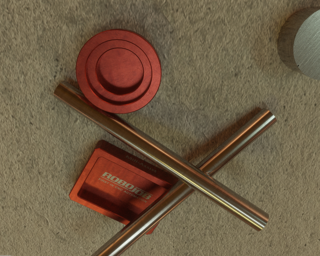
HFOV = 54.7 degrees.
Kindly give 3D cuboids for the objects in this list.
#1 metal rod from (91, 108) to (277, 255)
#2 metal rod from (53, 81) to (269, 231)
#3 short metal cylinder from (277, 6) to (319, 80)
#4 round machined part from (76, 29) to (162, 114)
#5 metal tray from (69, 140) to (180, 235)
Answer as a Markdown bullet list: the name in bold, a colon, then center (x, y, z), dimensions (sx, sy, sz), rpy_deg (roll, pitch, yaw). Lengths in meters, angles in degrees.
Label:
- **metal rod**: center (0.030, 0.081, 0.408), dimensions (0.300, 0.025, 0.025), rpy_deg (-41, 106, 1)
- **metal rod**: center (-0.001, 0.033, 0.385), dimensions (0.301, 0.025, 0.025), rpy_deg (33, 107, 3)
- **short metal cylinder**: center (0.186, -0.100, 0.362), dimensions (0.081, 0.050, 0.079), rpy_deg (0, 110, 0)
- **round machined part**: center (-0.048, -0.070, 0.375), dimensions (0.099, 0.042, 0.097), rpy_deg (0, 110, 0)
- **metal tray**: center (-0.049, 0.085, 0.437), dimensions (0.131, 0.030, 0.090), rpy_deg (29, 107, -11)
